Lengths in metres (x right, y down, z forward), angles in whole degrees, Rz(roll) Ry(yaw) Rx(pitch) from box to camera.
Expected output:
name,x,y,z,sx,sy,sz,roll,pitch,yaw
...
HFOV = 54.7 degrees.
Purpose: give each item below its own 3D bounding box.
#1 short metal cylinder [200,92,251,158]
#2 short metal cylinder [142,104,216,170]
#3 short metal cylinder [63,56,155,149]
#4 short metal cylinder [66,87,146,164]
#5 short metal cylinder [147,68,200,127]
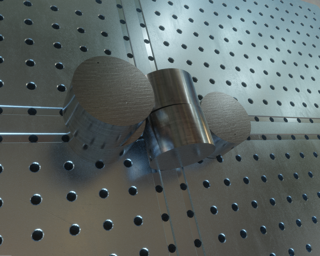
name,x,y,z,sx,sy,sz,roll,pitch,yaw
short metal cylinder,0.079,-0.004,0.436,0.081,0.050,0.080,14,56,-21
short metal cylinder,0.021,0.013,0.376,0.081,0.080,0.050,-1,63,-29
short metal cylinder,-0.053,-0.025,0.313,0.081,0.050,0.080,14,56,-21
short metal cylinder,-0.063,-0.004,0.360,0.081,0.050,0.080,14,56,-21
short metal cylinder,0.009,-0.032,0.397,0.081,0.080,0.050,1,62,-28
